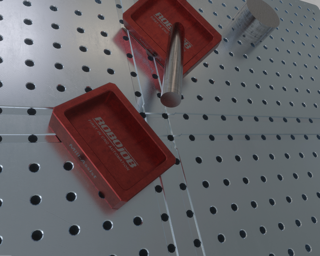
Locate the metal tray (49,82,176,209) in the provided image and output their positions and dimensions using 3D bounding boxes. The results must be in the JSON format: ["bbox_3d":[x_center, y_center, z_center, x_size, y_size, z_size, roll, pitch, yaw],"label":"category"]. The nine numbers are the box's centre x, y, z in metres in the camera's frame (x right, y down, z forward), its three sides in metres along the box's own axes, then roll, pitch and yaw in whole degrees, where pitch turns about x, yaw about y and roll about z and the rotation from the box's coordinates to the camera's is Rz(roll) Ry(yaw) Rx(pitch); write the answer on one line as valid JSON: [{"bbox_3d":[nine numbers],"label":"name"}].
[{"bbox_3d":[-0.054,0.016,0.365,0.091,0.030,0.130,-34,81,-38],"label":"metal tray"}]

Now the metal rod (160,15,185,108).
[{"bbox_3d":[0.026,-0.141,0.476,0.025,0.025,0.300,22,44,-15],"label":"metal rod"}]

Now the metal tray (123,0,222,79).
[{"bbox_3d":[0.018,-0.150,0.478,0.090,0.030,0.130,-43,86,-7],"label":"metal tray"}]

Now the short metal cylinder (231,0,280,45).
[{"bbox_3d":[0.193,-0.217,0.629,0.081,0.050,0.080,14,56,-21],"label":"short metal cylinder"}]
